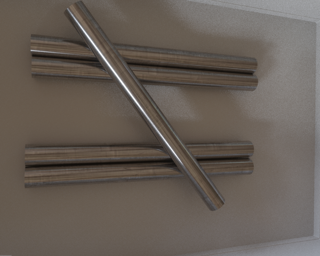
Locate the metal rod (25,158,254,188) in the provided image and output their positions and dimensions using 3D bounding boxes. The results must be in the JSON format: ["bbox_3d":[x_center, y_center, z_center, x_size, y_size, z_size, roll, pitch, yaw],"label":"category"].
[{"bbox_3d":[-0.011,0.056,0.404,0.302,0.025,0.025,0,90,-20],"label":"metal rod"}]

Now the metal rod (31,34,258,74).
[{"bbox_3d":[-0.005,-0.093,0.406,0.302,0.025,0.025,1,90,-20],"label":"metal rod"}]

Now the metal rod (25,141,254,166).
[{"bbox_3d":[-0.011,0.031,0.404,0.302,0.025,0.025,0,90,-20],"label":"metal rod"}]

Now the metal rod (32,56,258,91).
[{"bbox_3d":[-0.005,-0.068,0.407,0.302,0.025,0.025,1,90,-20],"label":"metal rod"}]

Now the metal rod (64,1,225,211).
[{"bbox_3d":[-0.011,-0.017,0.379,0.025,0.025,0.299,-40,103,-16],"label":"metal rod"}]
